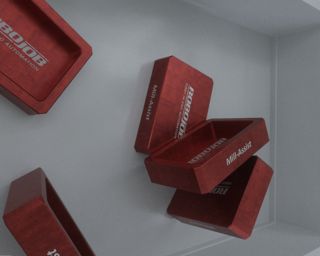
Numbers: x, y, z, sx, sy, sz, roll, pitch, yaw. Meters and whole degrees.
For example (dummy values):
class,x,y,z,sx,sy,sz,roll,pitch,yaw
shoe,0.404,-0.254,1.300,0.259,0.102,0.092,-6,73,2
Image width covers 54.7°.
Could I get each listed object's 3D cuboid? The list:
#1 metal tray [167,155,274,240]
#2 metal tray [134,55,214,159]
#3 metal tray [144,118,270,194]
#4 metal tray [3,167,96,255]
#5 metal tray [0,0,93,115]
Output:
class,x,y,z,sx,sy,sz,roll,pitch,yaw
metal tray,0.071,0.082,0.396,0.030,0.130,0.090,38,66,-21
metal tray,0.023,-0.020,0.422,0.091,0.030,0.129,21,77,-38
metal tray,0.057,0.026,0.372,0.131,0.090,0.030,-30,109,-36
metal tray,-0.090,0.107,0.283,0.030,0.090,0.129,-30,108,-15
metal tray,-0.138,-0.084,0.286,0.130,0.030,0.090,44,64,-31
